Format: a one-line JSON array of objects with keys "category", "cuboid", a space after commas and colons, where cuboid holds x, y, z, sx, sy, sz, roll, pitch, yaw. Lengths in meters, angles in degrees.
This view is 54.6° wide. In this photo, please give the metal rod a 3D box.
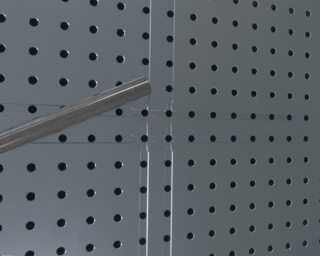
[{"category": "metal rod", "cuboid": [-0.148, 0.003, 0.358, 0.302, 0.025, 0.025, -25, 98, -18]}]
